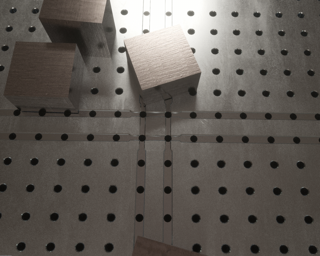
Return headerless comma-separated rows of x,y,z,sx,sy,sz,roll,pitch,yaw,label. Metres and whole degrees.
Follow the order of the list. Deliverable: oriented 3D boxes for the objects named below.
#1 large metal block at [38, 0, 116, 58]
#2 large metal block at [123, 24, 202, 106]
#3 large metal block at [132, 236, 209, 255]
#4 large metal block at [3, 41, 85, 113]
-0.110,-0.145,0.434,0.080,0.080,0.050,5,70,1,large metal block
0.002,-0.087,0.430,0.081,0.050,0.080,-18,71,-7,large metal block
0.010,0.151,0.328,0.080,0.080,0.050,15,71,5,large metal block
-0.153,-0.068,0.422,0.081,0.050,0.080,2,70,0,large metal block
